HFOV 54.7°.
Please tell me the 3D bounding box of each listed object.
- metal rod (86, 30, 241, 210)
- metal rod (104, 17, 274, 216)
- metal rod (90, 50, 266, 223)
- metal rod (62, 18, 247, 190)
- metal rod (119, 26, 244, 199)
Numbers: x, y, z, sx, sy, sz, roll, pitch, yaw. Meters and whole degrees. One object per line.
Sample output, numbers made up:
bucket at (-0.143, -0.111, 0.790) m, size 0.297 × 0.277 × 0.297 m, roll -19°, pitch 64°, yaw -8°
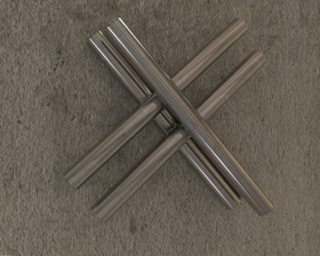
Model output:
metal rod at (0.013, -0.001, 0.416) m, size 0.025 × 0.025 × 0.300 m, roll -44°, pitch 104°, yaw -15°
metal rod at (0.043, -0.003, 0.374) m, size 0.025 × 0.025 × 0.300 m, roll -45°, pitch 104°, yaw -15°
metal rod at (0.033, 0.001, 0.397) m, size 0.301 × 0.025 × 0.025 m, roll -44°, pitch 104°, yaw -15°
metal rod at (0.005, -0.040, 0.386) m, size 0.301 × 0.025 × 0.025 m, roll -44°, pitch 104°, yaw -15°
metal rod at (0.033, -0.015, 0.423) m, size 0.025 × 0.025 × 0.300 m, roll -44°, pitch 104°, yaw -15°
